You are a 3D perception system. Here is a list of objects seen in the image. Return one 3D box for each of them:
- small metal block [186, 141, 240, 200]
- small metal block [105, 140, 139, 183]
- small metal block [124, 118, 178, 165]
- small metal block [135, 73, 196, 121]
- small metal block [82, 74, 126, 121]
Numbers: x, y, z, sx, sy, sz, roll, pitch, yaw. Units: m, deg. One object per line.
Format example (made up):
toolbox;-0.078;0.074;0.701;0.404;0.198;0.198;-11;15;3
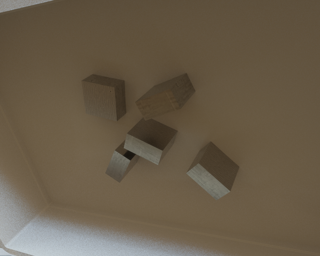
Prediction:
small metal block;0.067;0.053;0.389;0.050;0.050;0.025;42;129;-1
small metal block;-0.048;0.042;0.442;0.025;0.050;0.050;33;128;7
small metal block;-0.011;0.015;0.406;0.050;0.050;0.025;25;127;12
small metal block;0.007;-0.037;0.365;0.050;0.050;0.025;-17;110;34
small metal block;-0.075;-0.042;0.421;0.050;0.025;0.050;14;124;20
